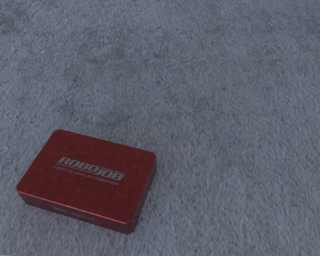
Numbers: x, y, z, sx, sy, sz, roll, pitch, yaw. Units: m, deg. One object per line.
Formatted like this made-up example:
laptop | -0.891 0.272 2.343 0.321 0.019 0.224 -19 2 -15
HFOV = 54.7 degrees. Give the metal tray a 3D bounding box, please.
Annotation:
metal tray | -0.078 0.056 0.352 0.131 0.030 0.090 13 51 10
